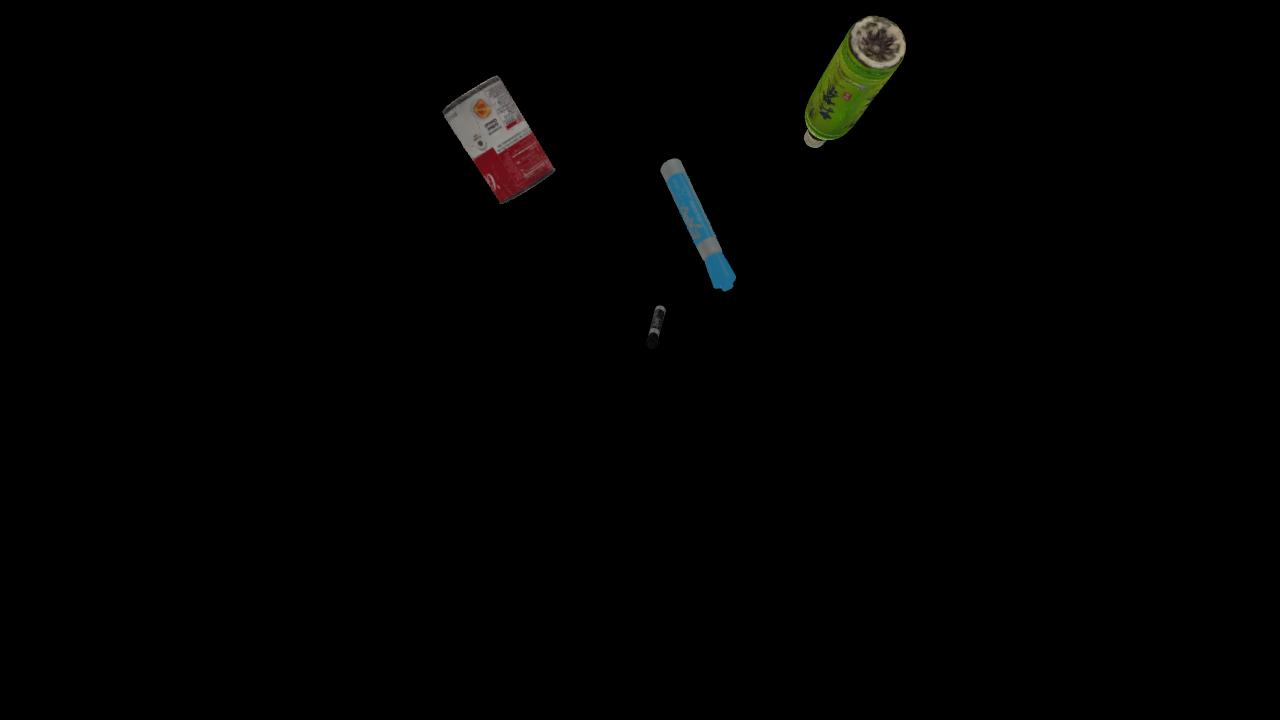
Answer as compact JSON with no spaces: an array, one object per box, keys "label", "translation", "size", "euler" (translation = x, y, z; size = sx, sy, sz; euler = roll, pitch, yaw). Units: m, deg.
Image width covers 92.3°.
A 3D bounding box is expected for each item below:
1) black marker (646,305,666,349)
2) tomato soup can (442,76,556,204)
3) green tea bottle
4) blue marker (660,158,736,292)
[{"label":"black marker","translation":[0.026,-0.054,1.001],"size":[0.020,0.020,0.121],"euler":[0,31,10]},{"label":"tomato soup can","translation":[-0.138,-0.215,0.606],"size":[0.068,0.101,0.068],"euler":[-26,24,13]},{"label":"green tea bottle","translation":[0.257,-0.336,0.781],"size":[0.073,0.073,0.212],"euler":[0,-8,-2]},{"label":"blue marker","translation":[0.046,-0.107,0.486],"size":[0.020,0.121,0.020],"euler":[-19,-20,-7]}]
